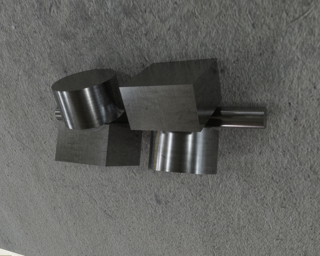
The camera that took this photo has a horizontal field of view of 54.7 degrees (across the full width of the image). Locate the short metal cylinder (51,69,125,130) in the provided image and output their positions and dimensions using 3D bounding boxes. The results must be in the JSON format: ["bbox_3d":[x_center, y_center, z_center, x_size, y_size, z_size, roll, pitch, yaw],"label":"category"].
[{"bbox_3d":[-0.090,-0.039,0.396,0.080,0.080,0.050,4,120,26],"label":"short metal cylinder"}]

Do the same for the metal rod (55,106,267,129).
[{"bbox_3d":[-0.018,-0.017,0.409,0.300,0.025,0.025,2,120,27],"label":"metal rod"}]

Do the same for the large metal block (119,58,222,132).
[{"bbox_3d":[0.016,-0.038,0.340,0.080,0.080,0.050,2,119,27],"label":"large metal block"}]

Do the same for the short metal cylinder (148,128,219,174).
[{"bbox_3d":[0.028,0.026,0.366,0.080,0.080,0.050,2,85,27],"label":"short metal cylinder"}]

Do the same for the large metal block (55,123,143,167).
[{"bbox_3d":[-0.081,0.023,0.422,0.080,0.080,0.050,2,86,26],"label":"large metal block"}]
